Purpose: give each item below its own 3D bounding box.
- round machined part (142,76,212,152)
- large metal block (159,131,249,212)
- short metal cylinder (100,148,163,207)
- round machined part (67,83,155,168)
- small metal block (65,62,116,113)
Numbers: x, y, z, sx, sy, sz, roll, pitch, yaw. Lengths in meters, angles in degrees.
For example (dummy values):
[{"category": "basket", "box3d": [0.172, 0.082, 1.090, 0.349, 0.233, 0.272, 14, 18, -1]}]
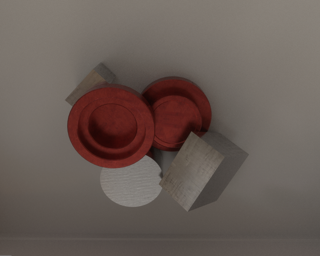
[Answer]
[{"category": "round machined part", "box3d": [0.017, -0.014, 0.394, 0.099, 0.042, 0.097, 0, 110, -1]}, {"category": "large metal block", "box3d": [0.057, 0.052, 0.393, 0.050, 0.080, 0.080, 40, 109, 29]}, {"category": "short metal cylinder", "box3d": [-0.036, 0.058, 0.417, 0.081, 0.050, 0.079, 0, 110, -1]}, {"category": "round machined part", "box3d": [-0.055, -0.005, 0.367, 0.099, 0.042, 0.097, 0, 110, -1]}, {"category": "small metal block", "box3d": [-0.083, -0.050, 0.376, 0.025, 0.050, 0.050, 43, 105, -14]}]
